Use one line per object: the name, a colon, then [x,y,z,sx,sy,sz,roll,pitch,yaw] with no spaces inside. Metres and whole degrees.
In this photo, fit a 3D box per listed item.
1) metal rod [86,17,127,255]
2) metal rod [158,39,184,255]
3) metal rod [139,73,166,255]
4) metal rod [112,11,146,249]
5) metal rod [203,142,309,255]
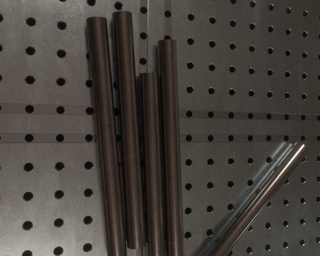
metal rod: [-0.066,0.014,0.388,0.025,0.025,0.298,-5,92,-20]
metal rod: [0.015,0.033,0.419,0.025,0.025,0.298,-3,91,-20]
metal rod: [-0.009,0.078,0.410,0.025,0.025,0.298,-3,91,-20]
metal rod: [-0.039,0.004,0.398,0.025,0.025,0.298,-4,92,-20]
metal rod: [0.126,0.135,0.461,0.301,0.025,0.025,-46,105,-15]
